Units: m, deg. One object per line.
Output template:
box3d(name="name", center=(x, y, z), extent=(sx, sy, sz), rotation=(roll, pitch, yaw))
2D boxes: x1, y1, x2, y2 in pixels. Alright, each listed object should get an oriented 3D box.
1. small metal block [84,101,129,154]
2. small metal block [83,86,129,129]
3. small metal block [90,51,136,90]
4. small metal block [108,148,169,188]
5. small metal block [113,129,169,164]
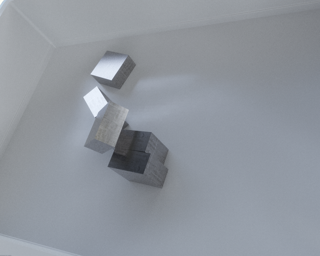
box3d(name="small metal block", center=(-0.066, 0.001, 0.380), extent=(0.050, 0.025, 0.050), rotation=(-27, 41, 60))
box3d(name="small metal block", center=(-0.077, -0.025, 0.442), extent=(0.025, 0.050, 0.050), rotation=(-39, 50, 2))
box3d(name="small metal block", center=(-0.076, -0.095, 0.502), extent=(0.050, 0.025, 0.050), rotation=(20, 72, 35))
box3d(name="small metal block", center=(-0.025, 0.048, 0.372), extent=(0.050, 0.050, 0.025), rotation=(7, 66, 30))
box3d(name="small metal block", center=(-0.025, 0.025, 0.386), extent=(0.050, 0.050, 0.025), rotation=(5, 65, 30))
